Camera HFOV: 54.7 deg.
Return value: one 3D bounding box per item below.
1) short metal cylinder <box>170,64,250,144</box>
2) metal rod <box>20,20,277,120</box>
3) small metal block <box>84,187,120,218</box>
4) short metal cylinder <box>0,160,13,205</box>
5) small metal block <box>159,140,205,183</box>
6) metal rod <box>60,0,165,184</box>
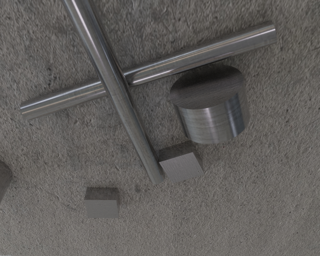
[{"bbox_3d":[0.057,-0.028,0.348,0.080,0.080,0.050,-14,129,11],"label":"short metal cylinder"},{"bbox_3d":[-0.024,-0.061,0.354,0.301,0.025,0.025,-16,129,12],"label":"metal rod"},{"bbox_3d":[-0.094,0.124,0.512,0.050,0.025,0.050,0,130,-1],"label":"small metal block"},{"bbox_3d":[-0.270,0.083,0.458,0.081,0.050,0.079,0,130,0],"label":"short metal cylinder"},{"bbox_3d":[0.032,0.049,0.450,0.050,0.025,0.050,-19,128,15],"label":"small metal block"},{"bbox_3d":[-0.038,-0.020,0.360,0.025,0.025,0.299,-10,139,8],"label":"metal rod"}]
